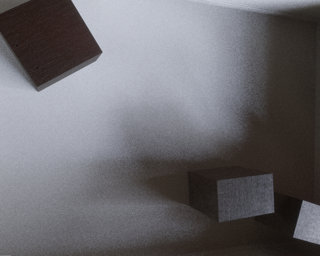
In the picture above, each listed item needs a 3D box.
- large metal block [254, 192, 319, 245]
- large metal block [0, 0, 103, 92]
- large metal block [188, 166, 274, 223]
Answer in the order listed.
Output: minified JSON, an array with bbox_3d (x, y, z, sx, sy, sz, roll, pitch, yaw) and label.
[{"bbox_3d":[0.203,0.131,0.456,0.080,0.080,0.050,20,84,-19],"label":"large metal block"},{"bbox_3d":[-0.125,-0.098,0.351,0.080,0.050,0.080,-34,101,-17],"label":"large metal block"},{"bbox_3d":[0.092,0.084,0.415,0.081,0.080,0.050,-3,91,-20],"label":"large metal block"}]
